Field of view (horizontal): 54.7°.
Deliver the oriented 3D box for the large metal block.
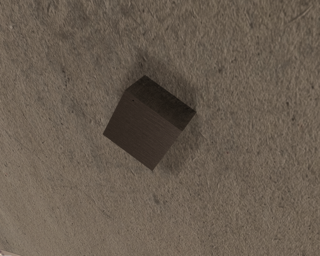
[{"bbox_3d":[-0.014,-0.006,0.393,0.080,0.050,0.079,36,129,3],"label":"large metal block"}]
